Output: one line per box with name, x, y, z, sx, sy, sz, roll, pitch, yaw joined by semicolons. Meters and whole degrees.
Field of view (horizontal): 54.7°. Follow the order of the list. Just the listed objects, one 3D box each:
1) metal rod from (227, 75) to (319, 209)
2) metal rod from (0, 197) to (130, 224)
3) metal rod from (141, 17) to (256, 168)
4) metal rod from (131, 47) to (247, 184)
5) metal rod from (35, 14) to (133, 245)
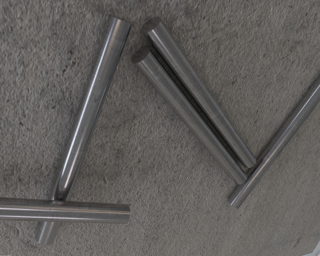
metal rod;0.211;0.015;0.531;0.025;0.025;0.299;23;106;-37
metal rod;-0.178;0.089;0.340;0.302;0.025;0.025;10;114;-25
metal rod;0.070;-0.027;0.427;0.025;0.025;0.300;-43;130;1
metal rod;0.058;0.003;0.439;0.025;0.025;0.300;-43;130;1
metal rod;-0.097;0.018;0.364;0.025;0.025;0.298;11;113;-33
